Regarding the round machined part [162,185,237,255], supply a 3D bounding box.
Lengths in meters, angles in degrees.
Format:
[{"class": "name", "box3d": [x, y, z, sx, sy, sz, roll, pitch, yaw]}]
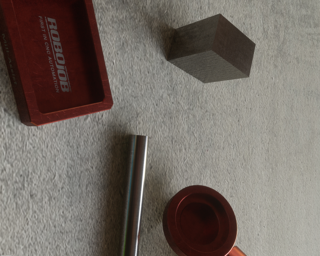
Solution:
[{"class": "round machined part", "box3d": [0.049, 0.130, 0.416, 0.099, 0.042, 0.098, 9, 58, -15]}]

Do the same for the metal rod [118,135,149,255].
[{"class": "metal rod", "box3d": [-0.039, 0.157, 0.372, 0.025, 0.025, 0.298, 8, 85, -40]}]

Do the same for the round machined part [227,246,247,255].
[{"class": "round machined part", "box3d": [0.074, 0.201, 0.435, 0.099, 0.042, 0.097, -35, 149, -24]}]

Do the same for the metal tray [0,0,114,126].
[{"class": "metal tray", "box3d": [-0.105, -0.074, 0.313, 0.091, 0.030, 0.129, -18, 101, -39]}]

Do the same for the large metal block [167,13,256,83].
[{"class": "large metal block", "box3d": [0.071, -0.104, 0.428, 0.080, 0.080, 0.050, 23, 76, -38]}]
